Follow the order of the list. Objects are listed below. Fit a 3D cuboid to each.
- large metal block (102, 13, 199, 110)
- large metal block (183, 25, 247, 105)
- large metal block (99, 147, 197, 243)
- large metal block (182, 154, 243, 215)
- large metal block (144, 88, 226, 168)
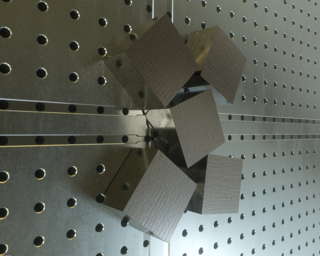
[{"bbox_3d":[-0.009,-0.080,0.384,0.080,0.050,0.080,-51,120,-27],"label":"large metal block"},{"bbox_3d":[0.075,-0.087,0.453,0.080,0.050,0.080,33,70,-38],"label":"large metal block"},{"bbox_3d":[-0.012,0.080,0.380,0.080,0.050,0.080,45,63,-30],"label":"large metal block"},{"bbox_3d":[0.073,0.080,0.453,0.081,0.050,0.080,12,83,-40],"label":"large metal block"},{"bbox_3d":[0.036,-0.002,0.421,0.081,0.050,0.080,-28,108,-36],"label":"large metal block"}]
